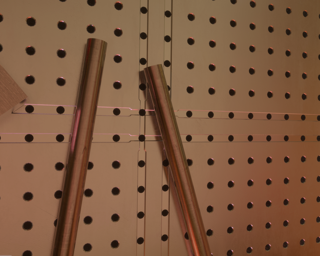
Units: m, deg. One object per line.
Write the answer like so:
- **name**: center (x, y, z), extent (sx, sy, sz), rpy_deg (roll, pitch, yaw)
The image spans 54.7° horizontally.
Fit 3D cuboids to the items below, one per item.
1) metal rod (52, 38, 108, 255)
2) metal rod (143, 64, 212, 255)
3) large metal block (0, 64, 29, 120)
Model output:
- **metal rod**: center (-0.100, 0.040, 0.376), extent (0.025, 0.025, 0.298), rpy_deg (10, 87, -20)
- **metal rod**: center (0.029, 0.062, 0.424), extent (0.025, 0.025, 0.298), rpy_deg (-17, 96, -20)
- **large metal block**: center (-0.199, -0.039, 0.326), extent (0.080, 0.050, 0.080), rpy_deg (-40, 103, -16)
